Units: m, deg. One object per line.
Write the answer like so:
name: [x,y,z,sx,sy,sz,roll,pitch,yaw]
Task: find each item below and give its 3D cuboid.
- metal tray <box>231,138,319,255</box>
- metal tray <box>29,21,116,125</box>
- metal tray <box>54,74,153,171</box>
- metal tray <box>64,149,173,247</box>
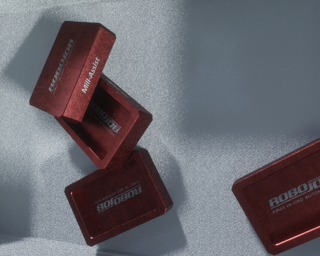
metal tray: [0.161,0.074,0.351,0.130,0.030,0.090,-32,80,16]
metal tray: [-0.121,-0.078,0.421,0.090,0.030,0.129,19,86,40]
metal tray: [-0.081,-0.016,0.416,0.130,0.030,0.090,41,103,32]
metal tray: [-0.059,0.096,0.427,0.130,0.030,0.090,-29,81,17]
